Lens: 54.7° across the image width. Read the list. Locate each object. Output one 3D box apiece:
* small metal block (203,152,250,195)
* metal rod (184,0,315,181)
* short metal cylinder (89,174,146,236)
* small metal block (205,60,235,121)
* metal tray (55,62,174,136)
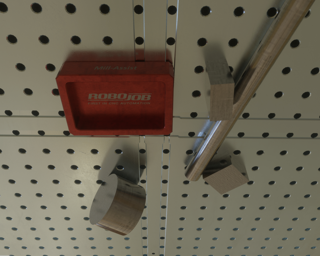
[{"bbox_3d":[0.099,0.070,0.473,0.050,0.025,0.050,-33,123,24],"label":"small metal block"},{"bbox_3d":[0.098,-0.036,0.382,0.025,0.025,0.298,14,129,-13],"label":"metal rod"},{"bbox_3d":[-0.065,0.117,0.474,0.050,0.080,0.080,30,124,-23],"label":"short metal cylinder"},{"bbox_3d":[0.068,-0.043,0.359,0.025,0.050,0.050,-4,130,3],"label":"small metal block"},{"bbox_3d":[-0.050,-0.034,0.378,0.131,0.030,0.089,0,130,0],"label":"metal tray"}]
